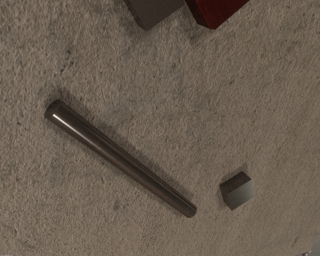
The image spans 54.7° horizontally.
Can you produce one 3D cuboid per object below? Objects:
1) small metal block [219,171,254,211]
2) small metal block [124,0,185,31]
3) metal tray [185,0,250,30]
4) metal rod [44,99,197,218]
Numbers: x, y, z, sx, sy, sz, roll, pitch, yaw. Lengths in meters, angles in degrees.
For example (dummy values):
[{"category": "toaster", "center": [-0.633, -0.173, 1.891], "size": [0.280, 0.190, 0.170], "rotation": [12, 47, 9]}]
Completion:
[{"category": "small metal block", "center": [0.138, 0.113, 0.555], "size": [0.050, 0.025, 0.050], "rotation": [-29, 129, -11]}, {"category": "small metal block", "center": [-0.010, -0.137, 0.318], "size": [0.050, 0.025, 0.050], "rotation": [-37, 130, -4]}, {"category": "metal tray", "center": [0.080, -0.184, 0.335], "size": [0.130, 0.030, 0.090], "rotation": [-41, 130, -1]}, {"category": "metal rod", "center": [-0.032, 0.060, 0.427], "size": [0.025, 0.025, 0.300], "rotation": [-44, 130, 2]}]
